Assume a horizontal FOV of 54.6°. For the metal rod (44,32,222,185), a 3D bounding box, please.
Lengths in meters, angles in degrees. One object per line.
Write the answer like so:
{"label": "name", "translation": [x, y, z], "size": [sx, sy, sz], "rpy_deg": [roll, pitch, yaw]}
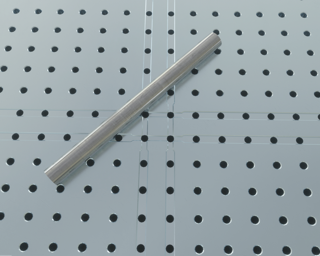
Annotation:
{"label": "metal rod", "translation": [-0.027, -0.034, 0.424], "size": [0.301, 0.025, 0.025], "rpy_deg": [-42, 75, -14]}
